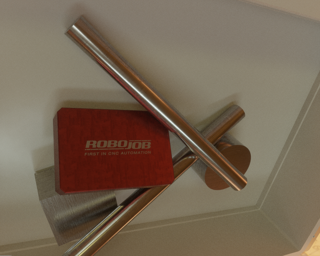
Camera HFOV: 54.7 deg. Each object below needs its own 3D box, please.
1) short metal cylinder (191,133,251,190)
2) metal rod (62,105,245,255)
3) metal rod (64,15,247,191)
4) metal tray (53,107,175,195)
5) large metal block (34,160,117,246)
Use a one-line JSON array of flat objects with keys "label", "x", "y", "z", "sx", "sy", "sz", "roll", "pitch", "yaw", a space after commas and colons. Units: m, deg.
[{"label": "short metal cylinder", "x": 0.089, "y": 0.047, "z": 0.469, "sx": 0.081, "sy": 0.050, "sz": 0.079, "roll": -14, "pitch": 125, "yaw": -21}, {"label": "metal rod", "x": 0.005, "y": 0.066, "z": 0.404, "sx": 0.301, "sy": 0.025, "sz": 0.025, "roll": -39, "pitch": 131, "yaw": -20}, {"label": "metal rod", "x": 0.014, "y": -0.011, "z": 0.371, "sx": 0.025, "sy": 0.025, "sz": 0.300, "roll": -46, "pitch": 117, "yaw": 4}, {"label": "metal tray", "x": -0.051, "y": 0.026, "z": 0.357, "sx": 0.131, "sy": 0.030, "sz": 0.090, "roll": 1, "pitch": 74, "yaw": -28}, {"label": "large metal block", "x": -0.101, "y": 0.088, "z": 0.387, "sx": 0.081, "sy": 0.050, "sz": 0.079, "roll": -18, "pitch": 126, "yaw": -19}]
